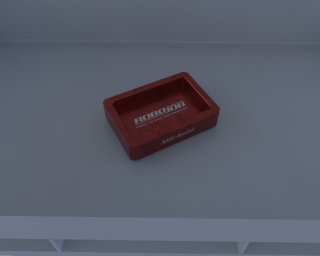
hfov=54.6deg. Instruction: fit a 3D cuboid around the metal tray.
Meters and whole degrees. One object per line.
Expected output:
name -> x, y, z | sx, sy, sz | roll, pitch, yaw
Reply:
metal tray -> 0.002, -0.021, 0.415 | 0.131, 0.030, 0.090 | -22, 54, -18
